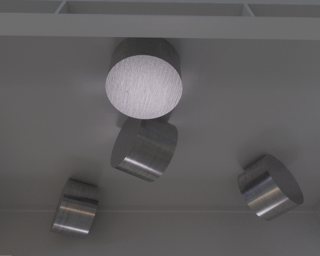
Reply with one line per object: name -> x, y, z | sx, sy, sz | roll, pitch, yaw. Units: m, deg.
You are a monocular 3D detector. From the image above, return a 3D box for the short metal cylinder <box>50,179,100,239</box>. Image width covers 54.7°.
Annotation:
short metal cylinder -> -0.131, 0.125, 0.478 | 0.050, 0.080, 0.079 | 20, 127, -16

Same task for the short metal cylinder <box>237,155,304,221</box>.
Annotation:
short metal cylinder -> 0.159, 0.086, 0.447 | 0.080, 0.080, 0.050 | 32, 123, -24

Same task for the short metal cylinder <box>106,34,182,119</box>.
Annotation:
short metal cylinder -> -0.017, -0.056, 0.344 | 0.081, 0.050, 0.079 | 0, 130, 0

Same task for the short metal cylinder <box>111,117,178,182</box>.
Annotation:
short metal cylinder -> -0.021, 0.022, 0.391 | 0.050, 0.080, 0.080 | 26, 125, -21
